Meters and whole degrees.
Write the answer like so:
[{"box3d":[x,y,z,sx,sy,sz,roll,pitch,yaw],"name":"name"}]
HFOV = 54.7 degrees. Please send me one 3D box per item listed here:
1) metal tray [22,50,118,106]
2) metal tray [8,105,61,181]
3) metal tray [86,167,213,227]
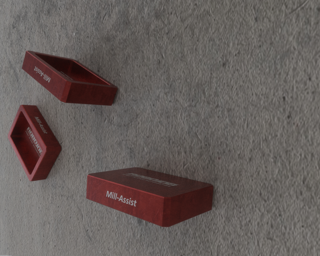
[{"box3d":[-0.139,-0.077,0.477,0.130,0.091,0.030,35,112,34],"name":"metal tray"},{"box3d":[-0.249,0.027,0.607,0.130,0.030,0.089,49,119,28],"name":"metal tray"},{"box3d":[-0.014,0.077,0.374,0.130,0.091,0.030,6,94,40],"name":"metal tray"}]
